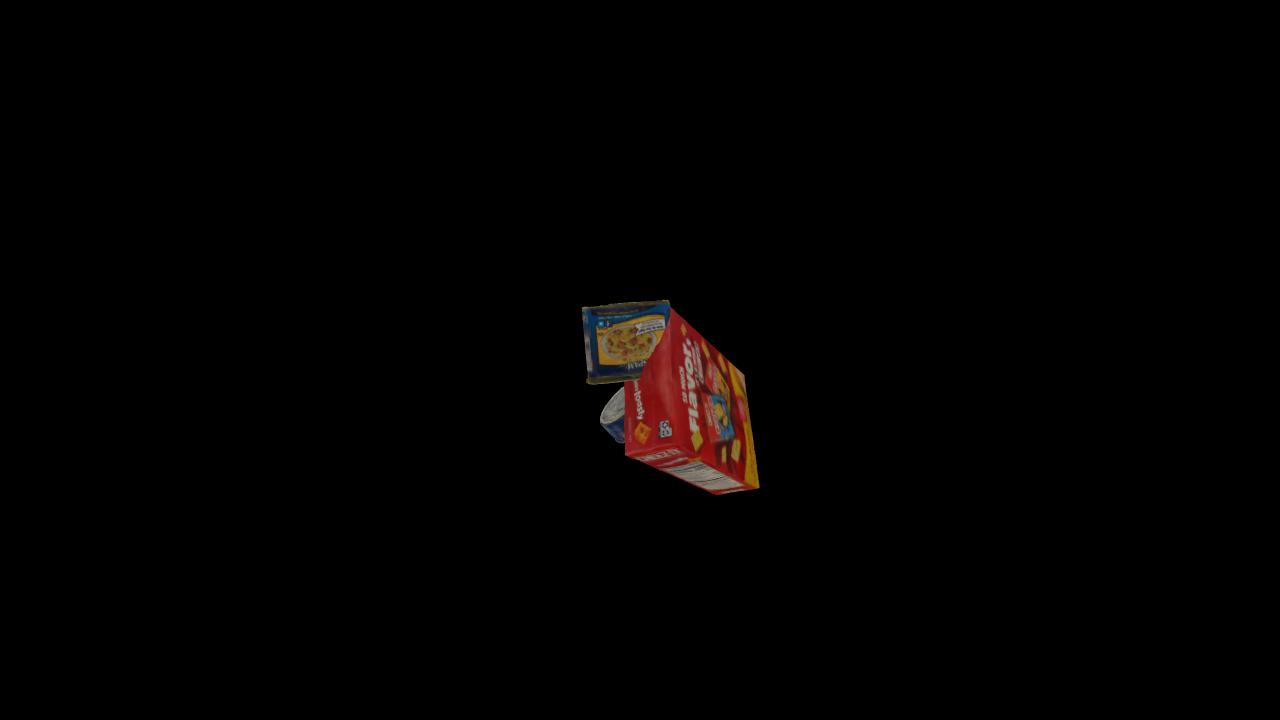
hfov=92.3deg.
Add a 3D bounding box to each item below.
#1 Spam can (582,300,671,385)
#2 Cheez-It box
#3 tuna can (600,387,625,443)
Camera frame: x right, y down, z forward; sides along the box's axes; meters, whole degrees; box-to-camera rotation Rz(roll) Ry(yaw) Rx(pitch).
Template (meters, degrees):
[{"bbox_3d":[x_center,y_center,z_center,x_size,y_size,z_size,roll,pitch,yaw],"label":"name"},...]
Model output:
[{"bbox_3d":[-0.013,-0.021,0.687,0.101,0.085,0.058,-6,4,-17],"label":"Spam can"},{"bbox_3d":[0.065,0.060,0.744,0.071,0.166,0.223,-17,-30,27],"label":"Cheez-It box"},{"bbox_3d":[-0.008,0.058,0.736,0.084,0.034,0.084,-38,18,14],"label":"tuna can"}]
